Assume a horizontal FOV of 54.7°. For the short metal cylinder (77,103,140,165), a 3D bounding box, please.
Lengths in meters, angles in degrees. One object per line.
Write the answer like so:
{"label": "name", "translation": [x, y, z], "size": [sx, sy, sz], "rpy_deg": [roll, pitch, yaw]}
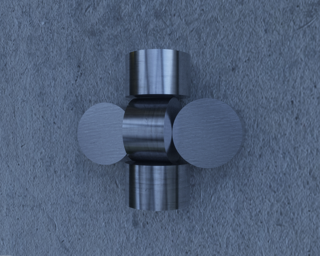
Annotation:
{"label": "short metal cylinder", "translation": [-0.063, 0.007, 0.419], "size": [0.080, 0.050, 0.080], "rpy_deg": [0, 90, 19]}

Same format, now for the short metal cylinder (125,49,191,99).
{"label": "short metal cylinder", "translation": [-0.002, -0.063, 0.382], "size": [0.080, 0.080, 0.050], "rpy_deg": [0, 90, 20]}

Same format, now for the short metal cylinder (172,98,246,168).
{"label": "short metal cylinder", "translation": [0.061, 0.006, 0.375], "size": [0.080, 0.050, 0.080], "rpy_deg": [0, 90, 20]}

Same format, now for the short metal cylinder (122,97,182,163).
{"label": "short metal cylinder", "translation": [-0.006, 0.002, 0.383], "size": [0.050, 0.080, 0.080], "rpy_deg": [1, 90, 20]}

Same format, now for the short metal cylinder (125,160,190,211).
{"label": "short metal cylinder", "translation": [-0.003, 0.067, 0.383], "size": [0.080, 0.080, 0.050], "rpy_deg": [0, 90, 20]}
